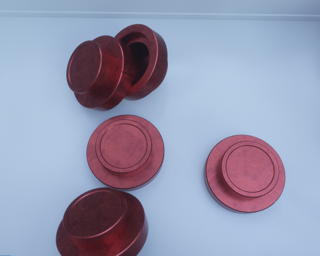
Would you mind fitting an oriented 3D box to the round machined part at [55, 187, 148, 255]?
[{"bbox_3d":[-0.065,0.103,0.336,0.098,0.042,0.098,-9,33,6],"label":"round machined part"}]

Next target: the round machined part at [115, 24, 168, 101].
[{"bbox_3d":[-0.029,-0.084,0.414,0.098,0.042,0.098,-9,75,36],"label":"round machined part"}]

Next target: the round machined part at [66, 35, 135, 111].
[{"bbox_3d":[-0.083,-0.073,0.400,0.098,0.042,0.098,-9,75,37],"label":"round machined part"}]

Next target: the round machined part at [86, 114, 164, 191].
[{"bbox_3d":[-0.044,0.028,0.390,0.099,0.042,0.098,0,70,0],"label":"round machined part"}]

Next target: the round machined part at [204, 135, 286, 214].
[{"bbox_3d":[0.106,0.054,0.381,0.099,0.042,0.098,0,70,0],"label":"round machined part"}]
